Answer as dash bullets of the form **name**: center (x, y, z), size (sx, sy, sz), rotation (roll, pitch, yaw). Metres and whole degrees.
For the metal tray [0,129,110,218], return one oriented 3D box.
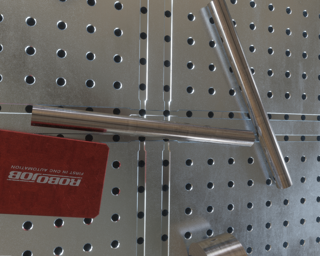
- **metal tray**: center (-0.132, 0.054, 0.362), size (0.131, 0.030, 0.089), rotation (9, 87, -20)

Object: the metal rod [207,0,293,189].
- **metal rod**: center (0.138, -0.046, 0.465), size (0.025, 0.025, 0.299), rotation (-26, 99, -18)

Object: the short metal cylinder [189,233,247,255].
- **short metal cylinder**: center (0.079, 0.187, 0.414), size (0.050, 0.080, 0.079), rotation (-9, 93, -20)

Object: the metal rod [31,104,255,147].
- **metal rod**: center (-0.007, 0.001, 0.411), size (0.302, 0.025, 0.025), rotation (6, 88, -20)
